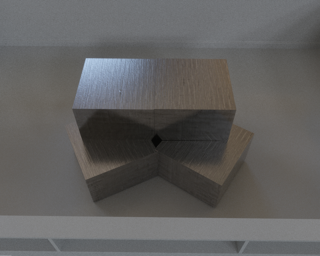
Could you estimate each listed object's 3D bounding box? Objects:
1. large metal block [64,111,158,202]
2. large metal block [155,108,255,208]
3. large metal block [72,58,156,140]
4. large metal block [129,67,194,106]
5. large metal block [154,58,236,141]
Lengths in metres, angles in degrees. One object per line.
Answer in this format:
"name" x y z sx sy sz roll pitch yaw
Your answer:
"large metal block" -0.056 0.027 0.364 0.081 0.050 0.080 -21 53 -17
"large metal block" 0.051 0.031 0.360 0.080 0.050 0.080 27 55 21
"large metal block" -0.046 -0.033 0.349 0.080 0.050 0.080 1 50 0
"large metal block" 0.003 -0.042 0.422 0.080 0.050 0.080 1 50 1
"large metal block" 0.035 -0.033 0.348 0.080 0.050 0.080 1 50 0
